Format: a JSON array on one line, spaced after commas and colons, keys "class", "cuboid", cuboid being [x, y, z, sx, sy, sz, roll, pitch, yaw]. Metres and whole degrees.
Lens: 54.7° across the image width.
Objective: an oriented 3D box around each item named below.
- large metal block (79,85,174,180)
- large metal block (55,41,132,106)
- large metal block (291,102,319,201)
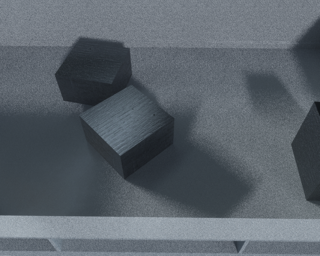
[{"class": "large metal block", "cuboid": [-0.040, 0.003, 0.386, 0.080, 0.050, 0.080, -35, 58, -26]}, {"class": "large metal block", "cuboid": [-0.093, -0.079, 0.454, 0.080, 0.050, 0.080, 10, 51, 8]}, {"class": "large metal block", "cuboid": [0.194, 0.028, 0.347, 0.050, 0.080, 0.080, 2, 50, 2]}]
